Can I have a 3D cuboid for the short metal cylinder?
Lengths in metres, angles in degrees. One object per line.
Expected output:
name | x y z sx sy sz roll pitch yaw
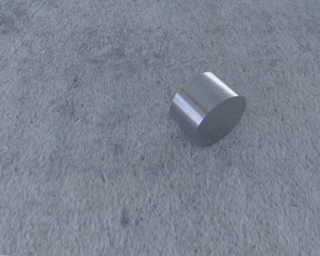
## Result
short metal cylinder | 0.059 -0.022 0.387 0.081 0.080 0.050 -27 55 -21
